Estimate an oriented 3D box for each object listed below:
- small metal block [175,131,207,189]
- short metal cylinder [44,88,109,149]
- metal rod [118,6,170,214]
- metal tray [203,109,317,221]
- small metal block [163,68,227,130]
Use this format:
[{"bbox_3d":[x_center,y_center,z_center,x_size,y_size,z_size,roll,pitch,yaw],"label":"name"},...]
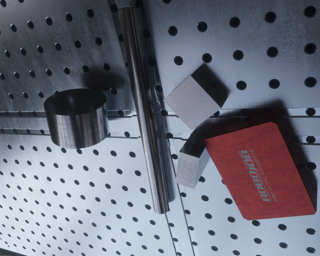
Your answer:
[{"bbox_3d":[0.043,0.040,0.396,0.025,0.050,0.050,17,125,18],"label":"small metal block"},{"bbox_3d":[-0.112,-0.015,0.424,0.080,0.080,0.050,13,124,20],"label":"short metal cylinder"},{"bbox_3d":[-0.016,-0.004,0.415,0.025,0.025,0.298,6,121,25],"label":"metal rod"},{"bbox_3d":[0.121,0.050,0.374,0.090,0.030,0.130,-18,109,35],"label":"metal tray"},{"bbox_3d":[0.041,-0.033,0.368,0.050,0.025,0.050,46,129,-5],"label":"small metal block"}]
